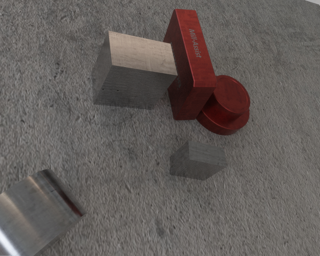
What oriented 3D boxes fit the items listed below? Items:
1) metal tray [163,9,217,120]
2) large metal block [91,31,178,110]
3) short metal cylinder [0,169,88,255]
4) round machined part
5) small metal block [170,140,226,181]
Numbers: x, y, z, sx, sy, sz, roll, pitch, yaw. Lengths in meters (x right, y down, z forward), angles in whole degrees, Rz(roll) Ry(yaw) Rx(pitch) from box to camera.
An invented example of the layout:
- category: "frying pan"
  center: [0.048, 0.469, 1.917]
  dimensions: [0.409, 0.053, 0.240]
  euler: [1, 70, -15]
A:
- category: "metal tray"
  center: [0.034, -0.087, 0.430]
  dimensions: [0.030, 0.090, 0.130]
  euler: [-2, 62, -16]
- category: "large metal block"
  center: [-0.036, -0.068, 0.391]
  dimensions: [0.081, 0.080, 0.050]
  euler: [4, 60, -26]
- category: "short metal cylinder"
  center: [-0.109, 0.080, 0.261]
  dimensions: [0.050, 0.080, 0.080]
  euler: [49, 51, 5]
- category: "round machined part"
  center: [0.097, -0.041, 0.470]
  dimensions: [0.099, 0.042, 0.098]
  euler: [14, 56, -21]
- category: "small metal block"
  center: [0.046, 0.042, 0.387]
  dimensions: [0.050, 0.050, 0.025]
  euler: [13, 56, -21]
